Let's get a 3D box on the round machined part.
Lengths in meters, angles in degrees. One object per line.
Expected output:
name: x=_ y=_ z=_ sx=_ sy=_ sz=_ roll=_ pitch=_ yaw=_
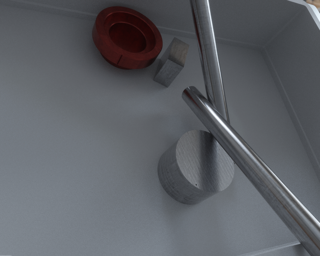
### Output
round machined part: x=-0.049 y=-0.123 z=0.445 sx=0.099 sy=0.042 sz=0.098 roll=14 pitch=56 yaw=-21

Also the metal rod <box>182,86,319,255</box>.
metal rod: x=0.099 y=0.041 z=0.334 sx=0.025 sy=0.025 sz=0.300 roll=0 pitch=36 yaw=-29

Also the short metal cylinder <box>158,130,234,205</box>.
short metal cylinder: x=0.044 y=0.049 z=0.385 sx=0.081 sy=0.050 sz=0.080 roll=14 pitch=56 yaw=-21

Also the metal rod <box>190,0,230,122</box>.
metal rod: x=0.067 y=-0.097 z=0.421 sx=0.025 sy=0.025 sz=0.298 roll=-13 pitch=94 yaw=-34

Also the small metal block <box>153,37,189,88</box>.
small metal block: x=0.017 y=-0.097 z=0.459 sx=0.025 sy=0.050 sz=0.050 roll=25 pitch=53 yaw=-13
